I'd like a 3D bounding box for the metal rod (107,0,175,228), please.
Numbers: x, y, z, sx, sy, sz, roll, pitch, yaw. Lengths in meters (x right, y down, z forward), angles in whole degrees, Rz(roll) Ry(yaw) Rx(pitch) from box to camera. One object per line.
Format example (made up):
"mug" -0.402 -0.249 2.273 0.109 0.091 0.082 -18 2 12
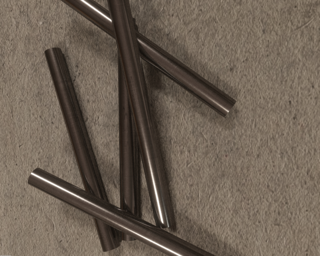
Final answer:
"metal rod" -0.023 -0.019 0.384 0.025 0.025 0.298 -9 99 19

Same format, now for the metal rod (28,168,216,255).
"metal rod" -0.033 0.125 0.394 0.301 0.025 0.025 24 98 8

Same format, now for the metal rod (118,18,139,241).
"metal rod" -0.043 0.001 0.423 0.025 0.025 0.298 -1 90 19

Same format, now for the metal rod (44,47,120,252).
"metal rod" -0.114 0.026 0.447 0.025 0.025 0.299 -20 83 18

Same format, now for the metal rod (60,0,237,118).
"metal rod" -0.034 -0.112 0.396 0.300 0.025 0.025 37 102 7
